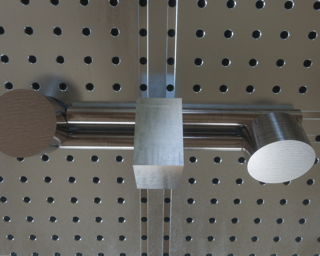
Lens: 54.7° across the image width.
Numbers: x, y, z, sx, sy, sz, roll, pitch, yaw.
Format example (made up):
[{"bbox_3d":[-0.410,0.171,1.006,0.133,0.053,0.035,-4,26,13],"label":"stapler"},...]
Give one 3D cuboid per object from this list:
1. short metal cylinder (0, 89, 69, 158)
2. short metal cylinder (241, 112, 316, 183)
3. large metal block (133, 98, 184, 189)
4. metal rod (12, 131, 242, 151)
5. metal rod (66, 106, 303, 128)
[{"bbox_3d":[-0.160,-0.005,0.382,0.081,0.050,0.080,0,87,-1],"label":"short metal cylinder"},{"bbox_3d":[0.148,0.026,0.397,0.081,0.050,0.079,0,132,0],"label":"short metal cylinder"},{"bbox_3d":[-0.002,0.020,0.359,0.050,0.080,0.080,1,152,0],"label":"large metal block"},{"bbox_3d":[-0.043,0.017,0.419,0.302,0.025,0.025,1,110,-1],"label":"metal rod"},{"bbox_3d":[0.032,-0.015,0.408,0.302,0.025,0.025,1,110,-1],"label":"metal rod"}]
